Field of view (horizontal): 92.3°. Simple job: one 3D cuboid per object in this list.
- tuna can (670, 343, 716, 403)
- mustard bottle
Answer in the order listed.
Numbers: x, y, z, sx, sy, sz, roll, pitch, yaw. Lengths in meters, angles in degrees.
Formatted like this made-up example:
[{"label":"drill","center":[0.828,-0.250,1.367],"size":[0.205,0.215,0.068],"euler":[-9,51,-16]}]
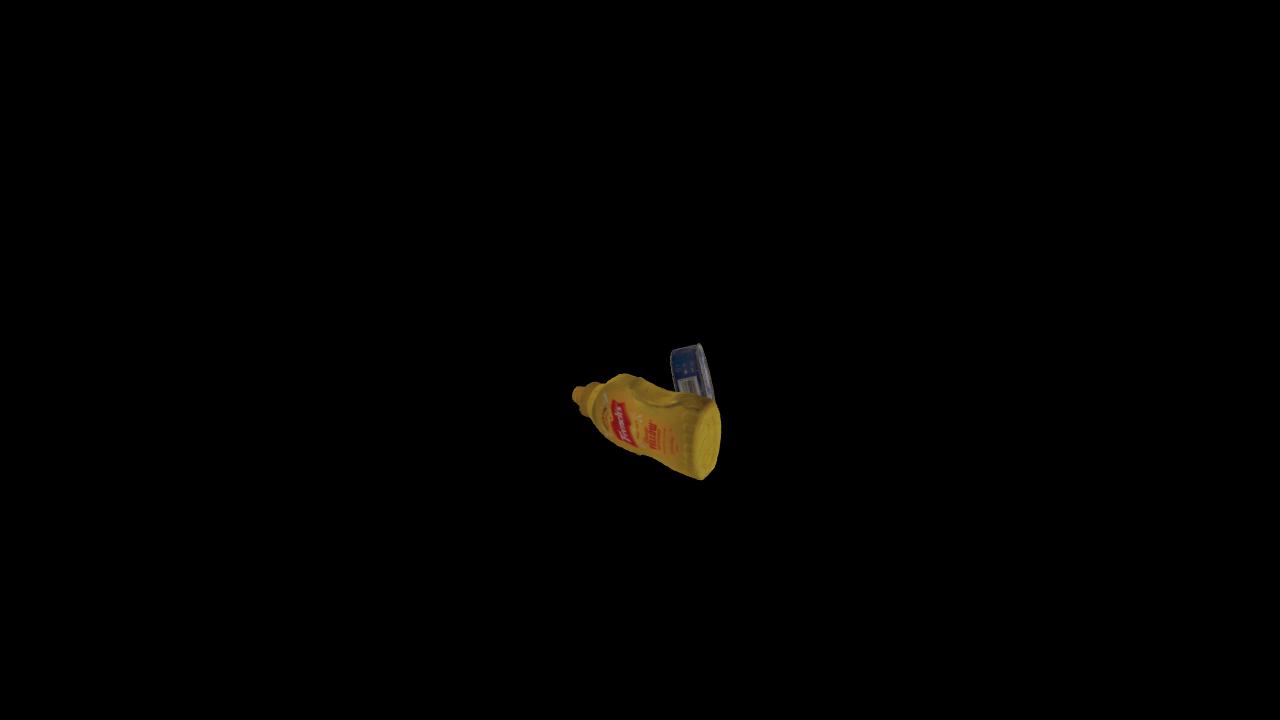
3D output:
[{"label":"tuna can","center":[0.059,0.026,0.681],"size":[0.034,0.084,0.084],"euler":[-14,-3,11]},{"label":"mustard bottle","center":[-0.002,0.061,0.672],"size":[0.184,0.092,0.054],"euler":[17,39,33]}]
